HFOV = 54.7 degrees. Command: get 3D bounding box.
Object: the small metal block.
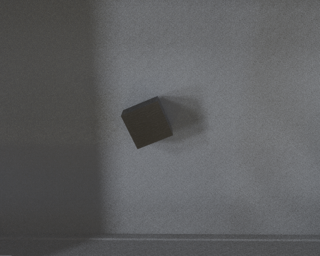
[{"bbox_3d":[-0.016,-0.007,0.405,0.050,0.025,0.050,-22,109,7],"label":"small metal block"}]
